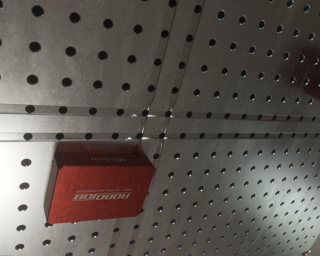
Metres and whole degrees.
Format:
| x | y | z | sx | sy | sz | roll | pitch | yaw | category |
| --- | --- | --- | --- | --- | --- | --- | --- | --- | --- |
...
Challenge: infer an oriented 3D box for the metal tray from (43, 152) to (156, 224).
| x | y | z | sx | sy | sz | roll | pitch | yaw | category |
| --- | --- | --- | --- | --- | --- | --- | --- | --- | --- |
| -0.079 | 0.080 | 0.415 | 0.131 | 0.030 | 0.089 | 5 | 116 | -31 | metal tray |
